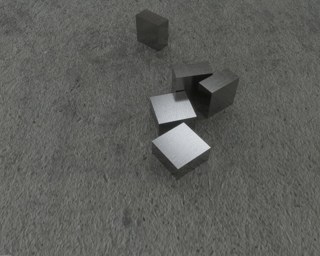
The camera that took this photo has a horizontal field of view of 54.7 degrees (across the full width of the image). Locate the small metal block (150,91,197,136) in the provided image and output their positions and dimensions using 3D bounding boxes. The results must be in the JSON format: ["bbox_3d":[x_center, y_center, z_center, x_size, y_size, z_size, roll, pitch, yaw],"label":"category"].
[{"bbox_3d":[0.017,-0.020,0.420,0.050,0.025,0.050,-11,51,-10],"label":"small metal block"}]

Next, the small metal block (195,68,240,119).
[{"bbox_3d":[0.078,-0.048,0.427,0.050,0.050,0.025,-30,56,-23],"label":"small metal block"}]

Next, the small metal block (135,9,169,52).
[{"bbox_3d":[-0.013,-0.166,0.526,0.050,0.050,0.025,33,58,25],"label":"small metal block"}]

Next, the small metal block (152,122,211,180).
[{"bbox_3d":[0.025,0.028,0.380,0.050,0.025,0.050,-30,56,-23],"label":"small metal block"}]

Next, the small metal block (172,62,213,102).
[{"bbox_3d":[0.044,-0.064,0.441,0.050,0.050,0.025,-9,51,-7],"label":"small metal block"}]
